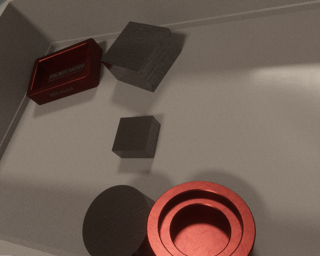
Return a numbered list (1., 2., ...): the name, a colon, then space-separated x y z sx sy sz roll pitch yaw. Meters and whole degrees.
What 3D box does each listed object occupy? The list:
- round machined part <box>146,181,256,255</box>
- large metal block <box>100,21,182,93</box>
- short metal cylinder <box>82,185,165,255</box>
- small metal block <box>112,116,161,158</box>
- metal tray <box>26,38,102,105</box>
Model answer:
1. round machined part: 0.038 0.103 0.296 0.099 0.042 0.098 -4 42 4
2. large metal block: -0.028 -0.109 0.470 0.080 0.050 0.080 24 74 36
3. short metal cylinder: -0.037 0.109 0.341 0.080 0.050 0.080 -13 56 20
4. small metal block: -0.031 0.013 0.413 0.050 0.025 0.050 -3 60 26
5. metal tray: -0.168 -0.099 0.548 0.130 0.030 0.090 -14 56 19
